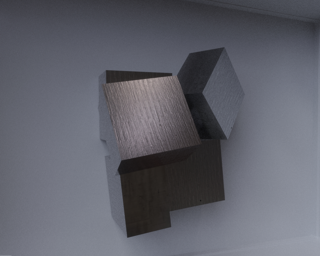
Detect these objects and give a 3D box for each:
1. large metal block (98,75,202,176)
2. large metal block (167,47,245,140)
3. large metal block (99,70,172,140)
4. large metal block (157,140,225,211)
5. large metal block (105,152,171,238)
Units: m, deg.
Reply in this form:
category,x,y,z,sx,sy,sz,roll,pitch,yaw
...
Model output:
category,x,y,z,sx,sy,sz,roll,pitch,yaw
large metal block,-0.014,-0.003,0.322,0.081,0.050,0.080,-10,68,-20
large metal block,0.061,-0.042,0.392,0.080,0.050,0.080,55,50,-36
large metal block,-0.031,-0.026,0.385,0.081,0.050,0.079,-1,91,-20
large metal block,0.034,0.057,0.407,0.081,0.050,0.079,-6,92,-20
large metal block,-0.029,0.073,0.370,0.050,0.080,0.079,-7,93,-20
